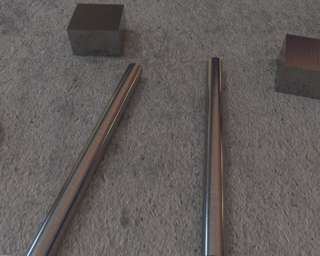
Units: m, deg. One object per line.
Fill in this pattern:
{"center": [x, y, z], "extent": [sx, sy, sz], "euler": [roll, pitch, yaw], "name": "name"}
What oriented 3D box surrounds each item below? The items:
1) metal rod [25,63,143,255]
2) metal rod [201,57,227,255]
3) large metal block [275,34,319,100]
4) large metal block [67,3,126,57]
{"center": [-0.078, 0.020, 0.384], "extent": [0.025, 0.025, 0.300], "euler": [12, 51, 10], "name": "metal rod"}
{"center": [0.069, 0.012, 0.393], "extent": [0.025, 0.025, 0.300], "euler": [5, 50, 4], "name": "metal rod"}
{"center": [0.224, -0.092, 0.467], "extent": [0.080, 0.050, 0.080], "euler": [13, 51, 10], "name": "large metal block"}
{"center": [-0.104, -0.167, 0.526], "extent": [0.081, 0.050, 0.080], "euler": [2, 50, 1], "name": "large metal block"}
